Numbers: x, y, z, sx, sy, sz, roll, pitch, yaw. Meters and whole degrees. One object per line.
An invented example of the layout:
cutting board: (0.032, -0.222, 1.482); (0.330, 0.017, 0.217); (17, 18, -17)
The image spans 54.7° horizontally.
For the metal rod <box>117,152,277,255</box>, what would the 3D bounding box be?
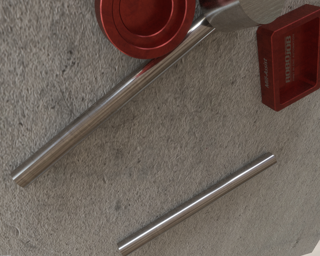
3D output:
metal rod: (0.068, 0.124, 0.520); (0.302, 0.025, 0.025); (-29, 128, -10)

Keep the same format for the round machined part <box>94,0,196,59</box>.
round machined part: (-0.017, -0.123, 0.311); (0.099, 0.042, 0.097); (-14, 124, -21)

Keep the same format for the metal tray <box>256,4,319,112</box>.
metal tray: (0.189, -0.098, 0.446); (0.090, 0.030, 0.129); (-28, 128, -11)

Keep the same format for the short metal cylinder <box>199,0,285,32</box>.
short metal cylinder: (0.087, -0.147, 0.329); (0.081, 0.050, 0.079); (-4, 97, -34)

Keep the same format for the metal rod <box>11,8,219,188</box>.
metal rod: (-0.046, -0.037, 0.358); (0.300, 0.025, 0.025); (-40, 130, -1)
